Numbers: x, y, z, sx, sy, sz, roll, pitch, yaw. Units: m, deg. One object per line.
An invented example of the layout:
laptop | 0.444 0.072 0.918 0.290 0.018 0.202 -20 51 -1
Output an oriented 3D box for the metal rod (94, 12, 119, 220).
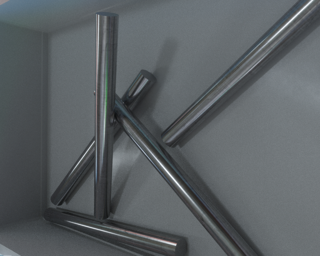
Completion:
metal rod | -0.074 0.004 0.412 0.025 0.025 0.298 30 126 36

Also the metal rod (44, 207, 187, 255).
metal rod | -0.089 0.155 0.480 0.300 0.025 0.025 -2 89 40

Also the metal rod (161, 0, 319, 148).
metal rod | 0.103 -0.075 0.321 0.299 0.025 0.025 -45 63 30

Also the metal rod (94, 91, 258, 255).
metal rod | 0.010 0.050 0.379 0.300 0.025 0.025 48 119 23

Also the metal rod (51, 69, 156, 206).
metal rod | -0.101 0.030 0.490 0.298 0.025 0.025 -50 61 28
